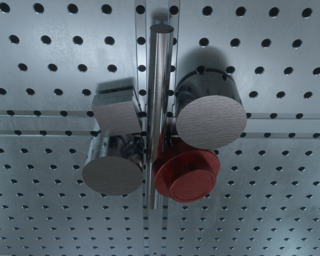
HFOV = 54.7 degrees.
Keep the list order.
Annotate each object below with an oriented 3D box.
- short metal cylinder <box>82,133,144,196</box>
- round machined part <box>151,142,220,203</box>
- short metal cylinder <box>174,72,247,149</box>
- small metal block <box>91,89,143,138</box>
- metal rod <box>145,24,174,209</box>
[{"bbox_3d":[-0.063,0.049,0.431,0.081,0.050,0.079,0,130,0],"label":"short metal cylinder"},{"bbox_3d":[0.040,0.068,0.438,0.099,0.042,0.097,-11,131,-12],"label":"round machined part"},{"bbox_3d":[0.059,-0.020,0.373,0.081,0.050,0.079,0,130,0],"label":"short metal cylinder"},{"bbox_3d":[-0.053,-0.018,0.391,0.050,0.025,0.050,-9,130,7],"label":"small metal block"},{"bbox_3d":[-0.005,0.011,0.415,0.025,0.025,0.298,2,130,-2],"label":"metal rod"}]
